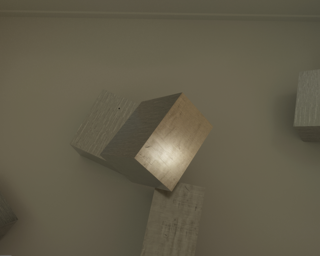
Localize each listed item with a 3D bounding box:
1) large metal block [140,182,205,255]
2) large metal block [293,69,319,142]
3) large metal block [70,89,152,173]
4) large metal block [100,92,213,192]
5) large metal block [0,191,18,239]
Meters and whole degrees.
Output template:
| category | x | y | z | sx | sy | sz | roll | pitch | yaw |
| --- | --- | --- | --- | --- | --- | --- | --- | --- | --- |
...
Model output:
| category | x | y | z | sx | sy | sz | roll | pitch | yaw |
| --- | --- | --- | --- | --- | --- | --- | --- | --- | --- |
| large metal block | 0.013 | 0.106 | 0.342 | 0.050 | 0.080 | 0.080 | 11 | 71 | 3 |
| large metal block | 0.221 | -0.029 | 0.390 | 0.080 | 0.050 | 0.080 | -1 | 65 | 38 |
| large metal block | -0.052 | 0.009 | 0.392 | 0.080 | 0.050 | 0.080 | 24 | 72 | 8 |
| large metal block | -0.005 | 0.014 | 0.323 | 0.050 | 0.080 | 0.080 | 46 | 66 | -22 |
| large metal block | -0.221 | 0.094 | 0.336 | 0.050 | 0.080 | 0.080 | -46 | 74 | 18 |
